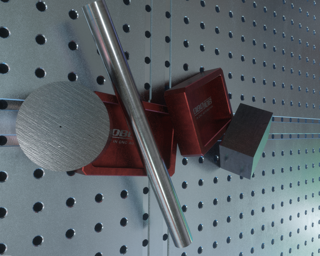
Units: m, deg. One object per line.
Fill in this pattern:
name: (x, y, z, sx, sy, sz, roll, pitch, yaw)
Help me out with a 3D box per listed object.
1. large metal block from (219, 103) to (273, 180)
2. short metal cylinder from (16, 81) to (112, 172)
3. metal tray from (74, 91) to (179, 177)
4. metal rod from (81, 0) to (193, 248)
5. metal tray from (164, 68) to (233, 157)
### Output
large metal block: (0.133, 0.022, 0.481, 0.080, 0.050, 0.080, -59, 154, -23)
short metal cylinder: (-0.087, 0.000, 0.296, 0.081, 0.050, 0.080, 0, 86, -5)
metal tray: (-0.036, 0.012, 0.375, 0.131, 0.030, 0.089, 9, 85, -40)
metal rod: (-0.019, 0.010, 0.354, 0.025, 0.025, 0.298, -32, 110, -36)
metal tray: (0.061, -0.026, 0.432, 0.131, 0.030, 0.089, -35, 113, -52)
